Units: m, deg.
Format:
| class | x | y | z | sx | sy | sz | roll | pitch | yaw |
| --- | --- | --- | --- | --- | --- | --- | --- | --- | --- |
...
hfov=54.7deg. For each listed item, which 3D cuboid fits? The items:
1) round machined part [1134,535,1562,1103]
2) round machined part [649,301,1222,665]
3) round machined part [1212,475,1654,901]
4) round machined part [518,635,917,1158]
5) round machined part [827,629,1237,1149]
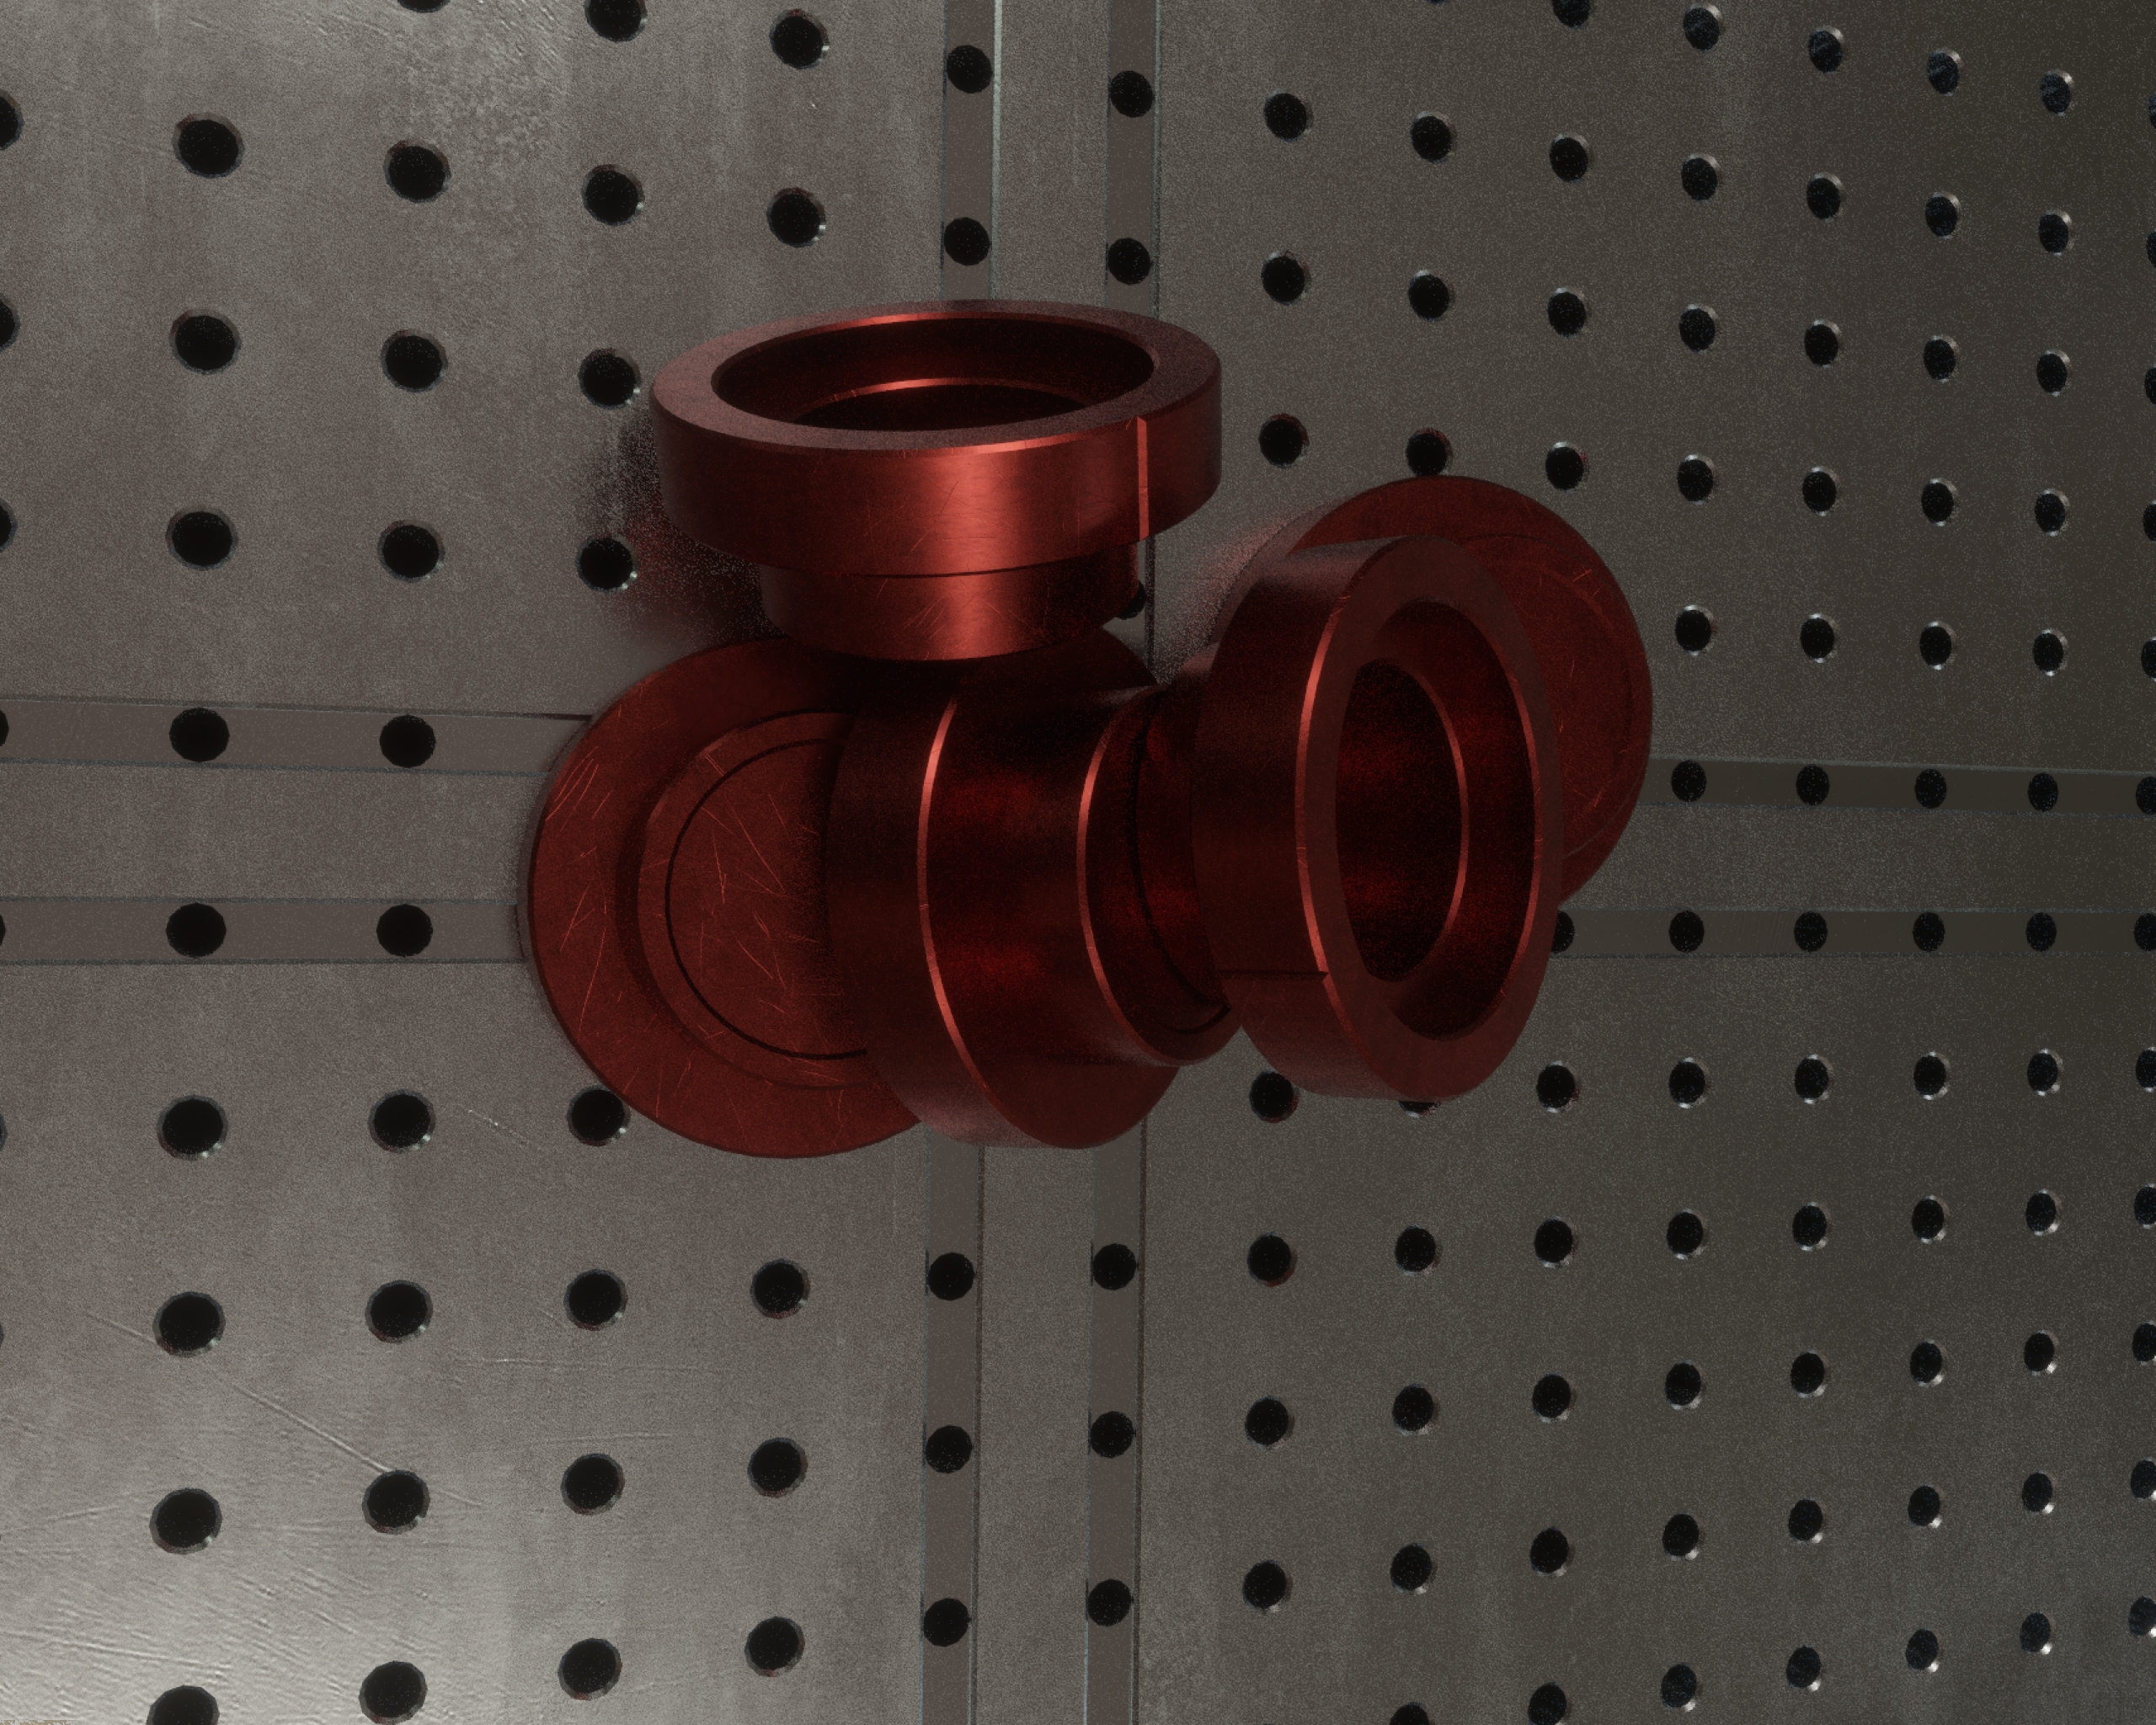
| class | x | y | z | sx | sy | sz | roll | pitch | yaw |
| --- | --- | --- | --- | --- | --- | --- | --- | --- | --- |
| round machined part | 0.046 | -0.007 | 0.371 | 0.099 | 0.042 | 0.097 | 2 | 87 | -53 |
| round machined part | -0.024 | -0.067 | 0.371 | 0.099 | 0.098 | 0.042 | -13 | 120 | -20 |
| round machined part | 0.079 | -0.032 | 0.434 | 0.099 | 0.042 | 0.097 | 0 | 90 | -21 |
| round machined part | -0.051 | 0.006 | 0.386 | 0.099 | 0.042 | 0.097 | 0 | 90 | -21 |
| round machined part | 0.002 | 0.003 | 0.380 | 0.099 | 0.042 | 0.097 | 8 | 80 | -57 |
